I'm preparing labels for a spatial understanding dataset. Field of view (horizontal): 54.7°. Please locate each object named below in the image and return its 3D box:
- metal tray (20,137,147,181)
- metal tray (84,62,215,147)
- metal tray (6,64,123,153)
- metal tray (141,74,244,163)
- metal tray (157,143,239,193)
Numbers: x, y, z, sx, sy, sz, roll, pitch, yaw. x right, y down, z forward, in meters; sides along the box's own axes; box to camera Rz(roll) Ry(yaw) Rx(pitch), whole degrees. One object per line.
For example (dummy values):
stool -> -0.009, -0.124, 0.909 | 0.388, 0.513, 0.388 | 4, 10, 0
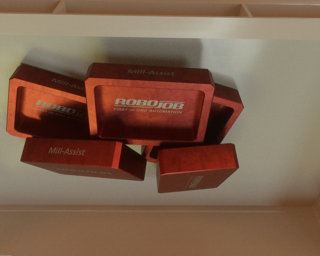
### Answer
metal tray -> -0.093, 0.041, 0.392 | 0.130, 0.030, 0.090 | 1, 162, 19
metal tray -> -0.012, -0.023, 0.344 | 0.131, 0.030, 0.089 | 3, 130, -3
metal tray -> -0.116, -0.017, 0.385 | 0.131, 0.030, 0.089 | 15, 129, -13
metal tray -> 0.037, -0.001, 0.403 | 0.091, 0.030, 0.129 | 15, 129, -13
metal tray -> 0.042, 0.058, 0.411 | 0.091, 0.030, 0.130 | -5, 159, -4
